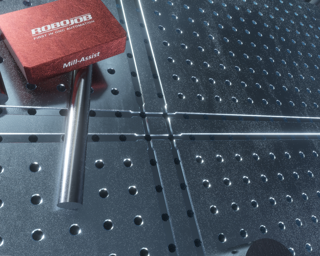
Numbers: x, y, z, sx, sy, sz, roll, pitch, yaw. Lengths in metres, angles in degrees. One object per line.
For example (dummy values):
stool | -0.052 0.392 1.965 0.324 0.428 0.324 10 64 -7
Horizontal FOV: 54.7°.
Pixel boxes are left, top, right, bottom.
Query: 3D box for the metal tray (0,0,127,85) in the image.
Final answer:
metal tray | -0.119 -0.116 0.387 0.131 0.030 0.090 -27 69 -25

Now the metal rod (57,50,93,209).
metal rod | -0.098 -0.051 0.386 0.025 0.025 0.299 11 57 -23

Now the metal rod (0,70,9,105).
metal rod | -0.236 -0.159 0.377 0.025 0.025 0.299 -13 68 -34

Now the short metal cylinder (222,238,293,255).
short metal cylinder | 0.112 0.170 0.348 0.081 0.050 0.080 14 56 -21
